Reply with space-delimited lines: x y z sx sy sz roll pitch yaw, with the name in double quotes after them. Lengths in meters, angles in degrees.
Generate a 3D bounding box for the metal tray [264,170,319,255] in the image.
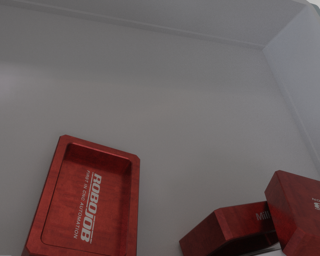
0.173 0.092 0.289 0.131 0.030 0.090 16 27 -1 "metal tray"

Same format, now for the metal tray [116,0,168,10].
-0.046 -0.270 0.545 0.091 0.030 0.130 -8 66 -32 "metal tray"

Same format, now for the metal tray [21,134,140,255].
-0.068 0.072 0.300 0.091 0.030 0.130 18 39 -17 "metal tray"

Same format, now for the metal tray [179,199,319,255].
0.098 0.114 0.344 0.131 0.089 0.030 0 52 -28 "metal tray"
